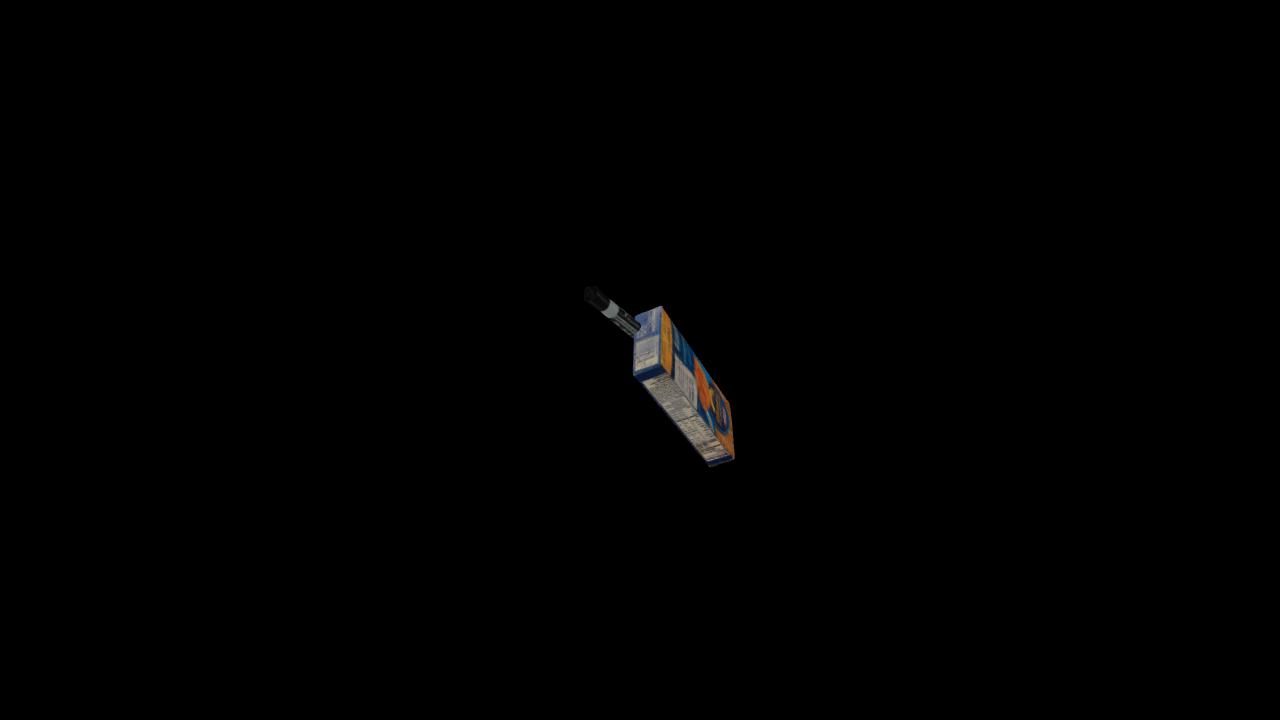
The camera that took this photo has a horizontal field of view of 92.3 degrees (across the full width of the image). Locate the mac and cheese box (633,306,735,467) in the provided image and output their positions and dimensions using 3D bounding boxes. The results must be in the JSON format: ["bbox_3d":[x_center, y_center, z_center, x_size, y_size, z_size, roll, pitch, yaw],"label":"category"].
[{"bbox_3d":[0.053,0.034,0.703,0.041,0.093,0.184,-22,-49,21],"label":"mac and cheese box"}]

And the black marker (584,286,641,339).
[{"bbox_3d":[-0.018,-0.043,0.658,0.020,0.020,0.121,0,-27,41],"label":"black marker"}]
